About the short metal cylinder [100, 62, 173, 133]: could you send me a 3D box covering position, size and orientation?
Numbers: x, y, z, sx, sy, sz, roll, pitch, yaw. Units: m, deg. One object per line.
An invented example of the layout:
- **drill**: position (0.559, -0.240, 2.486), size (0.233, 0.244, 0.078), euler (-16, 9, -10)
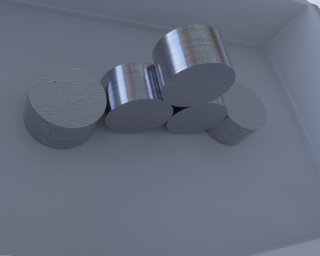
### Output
- **short metal cylinder**: position (-0.029, -0.034, 0.373), size (0.081, 0.080, 0.050), euler (2, 61, -28)

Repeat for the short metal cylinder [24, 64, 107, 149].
- **short metal cylinder**: position (-0.106, -0.023, 0.345), size (0.081, 0.050, 0.080), euler (14, 56, -21)

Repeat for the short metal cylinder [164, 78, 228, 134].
- **short metal cylinder**: position (0.043, -0.032, 0.411), size (0.081, 0.080, 0.050), euler (2, 61, -28)

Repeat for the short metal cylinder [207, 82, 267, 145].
- **short metal cylinder**: position (0.109, -0.021, 0.458), size (0.081, 0.050, 0.080), euler (14, 56, -21)

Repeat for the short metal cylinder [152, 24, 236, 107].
- **short metal cylinder**: position (0.036, -0.065, 0.339), size (0.081, 0.080, 0.050), euler (2, 61, -28)
